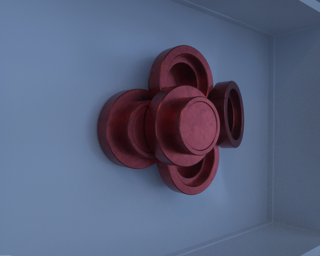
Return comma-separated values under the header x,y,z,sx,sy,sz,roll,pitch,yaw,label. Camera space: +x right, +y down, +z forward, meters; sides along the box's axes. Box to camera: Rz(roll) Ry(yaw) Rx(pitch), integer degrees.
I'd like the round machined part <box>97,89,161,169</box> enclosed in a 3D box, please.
x,y,z,sx,sy,sz,roll,pitch,yaw,label
-0.022,0.001,0.374,0.099,0.042,0.097,0,90,-40,round machined part

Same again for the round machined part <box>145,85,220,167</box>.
x,y,z,sx,sy,sz,roll,pitch,yaw,label
0.034,-0.003,0.367,0.099,0.042,0.097,0,90,-40,round machined part

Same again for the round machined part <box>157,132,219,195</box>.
x,y,z,sx,sy,sz,roll,pitch,yaw,label
0.034,0.039,0.424,0.099,0.042,0.097,0,90,-40,round machined part

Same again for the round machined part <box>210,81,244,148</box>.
x,y,z,sx,sy,sz,roll,pitch,yaw,label
0.091,-0.019,0.458,0.098,0.042,0.097,9,80,-60,round machined part

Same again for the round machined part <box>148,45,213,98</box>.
x,y,z,sx,sy,sz,roll,pitch,yaw,label
0.024,-0.058,0.415,0.099,0.042,0.097,0,90,-40,round machined part
